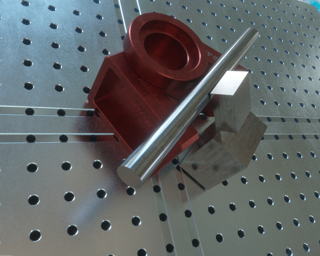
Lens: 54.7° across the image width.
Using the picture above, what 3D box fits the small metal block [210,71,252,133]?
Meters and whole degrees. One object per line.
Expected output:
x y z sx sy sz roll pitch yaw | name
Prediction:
0.082 -0.030 0.352 0.025 0.050 0.050 9 42 32 | small metal block

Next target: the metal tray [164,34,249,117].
0.046 -0.075 0.438 0.131 0.090 0.030 28 53 -11 | metal tray

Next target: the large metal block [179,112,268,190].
0.081 0.023 0.400 0.050 0.080 0.080 42 51 0 | large metal block

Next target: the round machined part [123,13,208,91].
0.003 -0.084 0.363 0.099 0.042 0.098 14 56 -21 | round machined part

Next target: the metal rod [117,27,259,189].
0.053 -0.046 0.350 0.025 0.025 0.301 42 51 0 | metal rod

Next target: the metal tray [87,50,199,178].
-0.025 -0.014 0.362 0.030 0.090 0.130 -33 81 -38 | metal tray
